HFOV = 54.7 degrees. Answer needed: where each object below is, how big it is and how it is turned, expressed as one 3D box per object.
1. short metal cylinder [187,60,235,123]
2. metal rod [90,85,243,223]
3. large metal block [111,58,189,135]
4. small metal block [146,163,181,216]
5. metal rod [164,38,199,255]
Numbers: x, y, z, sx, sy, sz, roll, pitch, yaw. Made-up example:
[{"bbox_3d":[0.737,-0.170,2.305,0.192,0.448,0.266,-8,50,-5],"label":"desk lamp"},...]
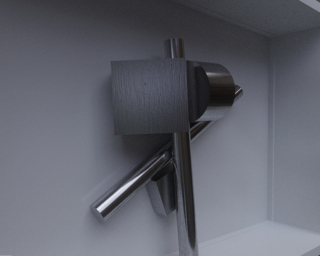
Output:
[{"bbox_3d":[0.052,-0.048,0.414,0.050,0.080,0.079,-6,94,-42],"label":"short metal cylinder"},{"bbox_3d":[0.028,0.018,0.430,0.302,0.025,0.025,-39,114,-33],"label":"metal rod"},{"bbox_3d":[-0.010,-0.035,0.356,0.081,0.050,0.079,-3,92,0],"label":"large metal block"},{"bbox_3d":[0.012,0.081,0.417,0.050,0.025,0.050,-27,107,-37],"label":"small metal block"},{"bbox_3d":[0.028,0.038,0.397,0.025,0.025,0.298,-6,93,-40],"label":"metal rod"}]
